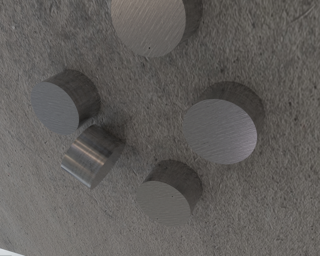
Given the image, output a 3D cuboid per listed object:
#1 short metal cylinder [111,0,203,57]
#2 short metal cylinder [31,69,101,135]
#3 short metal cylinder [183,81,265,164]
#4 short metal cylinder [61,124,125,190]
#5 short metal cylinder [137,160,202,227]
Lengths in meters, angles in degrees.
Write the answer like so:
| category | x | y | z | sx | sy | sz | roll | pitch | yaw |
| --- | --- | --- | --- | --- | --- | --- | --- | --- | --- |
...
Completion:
| category | x | y | z | sx | sy | sz | roll | pitch | yaw |
| --- | --- | --- | --- | --- | --- | --- | --- | --- | --- |
| short metal cylinder | -0.002 | -0.119 | 0.318 | 0.080 | 0.050 | 0.079 | 13 | 124 | 21 |
| short metal cylinder | -0.132 | -0.037 | 0.438 | 0.080 | 0.050 | 0.079 | 13 | 124 | 21 |
| short metal cylinder | 0.072 | -0.006 | 0.349 | 0.080 | 0.050 | 0.079 | 13 | 124 | 21 |
| short metal cylinder | -0.095 | 0.041 | 0.447 | 0.050 | 0.080 | 0.079 | 34 | 129 | 5 |
| short metal cylinder | 0.014 | 0.092 | 0.440 | 0.080 | 0.050 | 0.079 | 13 | 124 | 21 |
